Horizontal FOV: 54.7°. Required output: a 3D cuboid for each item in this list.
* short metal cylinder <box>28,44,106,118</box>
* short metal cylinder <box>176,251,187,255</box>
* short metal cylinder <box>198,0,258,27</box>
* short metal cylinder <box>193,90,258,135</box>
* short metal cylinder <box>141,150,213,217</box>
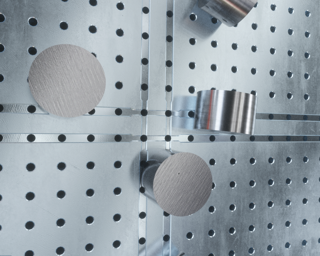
[{"bbox_3d":[-0.108,-0.051,0.359,0.081,0.050,0.079,0,90,-20],"label":"short metal cylinder"},{"bbox_3d":[0.035,0.208,0.396,0.050,0.080,0.080,-37,102,-16],"label":"short metal cylinder"},{"bbox_3d":[0.095,-0.186,0.418,0.050,0.080,0.080,26,81,-18],"label":"short metal cylinder"},{"bbox_3d":[0.087,-0.019,0.415,0.081,0.080,0.050,7,88,-20],"label":"short metal cylinder"},{"bbox_3d":[0.021,0.070,0.407,0.081,0.050,0.079,0,90,-20],"label":"short metal cylinder"}]
